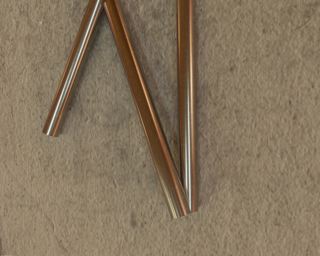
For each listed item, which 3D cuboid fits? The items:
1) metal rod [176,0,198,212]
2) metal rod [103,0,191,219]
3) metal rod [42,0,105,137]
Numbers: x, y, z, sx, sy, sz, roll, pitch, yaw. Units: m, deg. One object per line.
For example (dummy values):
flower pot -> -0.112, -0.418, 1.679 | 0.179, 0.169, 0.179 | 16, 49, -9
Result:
metal rod -> 0.034, -0.044, 0.396 | 0.025, 0.025, 0.298 | -1, 90, 19
metal rod -> -0.021, -0.034, 0.401 | 0.025, 0.025, 0.299 | -22, 78, 18
metal rod -> -0.108, -0.128, 0.445 | 0.025, 0.025, 0.298 | 25, 98, 18
